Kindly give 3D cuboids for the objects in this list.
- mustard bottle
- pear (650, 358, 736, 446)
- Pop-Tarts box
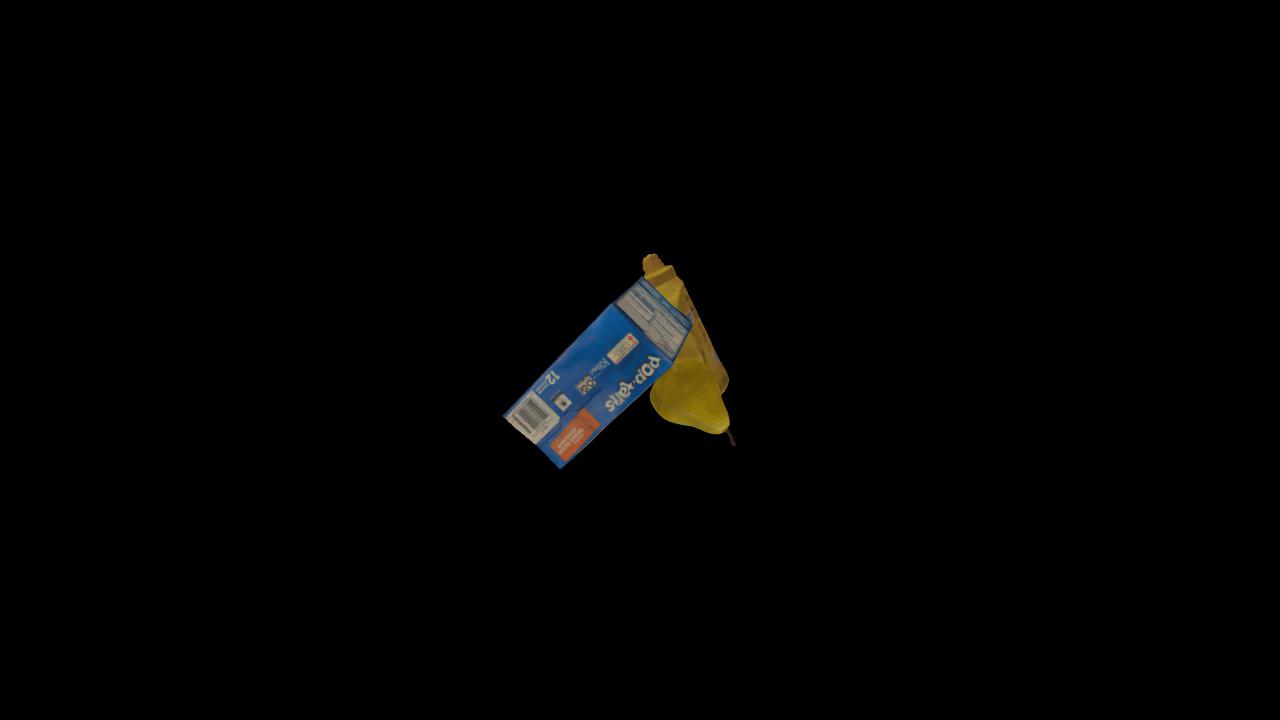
[{"bbox_3d":[0.049,-0.043,0.743,0.054,0.184,0.092,-21,14,20],"label":"mustard bottle"},{"bbox_3d":[0.069,0.049,0.681,0.111,0.080,0.080,36,7,9],"label":"pear"},{"bbox_3d":[-0.038,0.008,0.641,0.167,0.083,0.141,-43,5,21],"label":"Pop-Tarts box"}]
